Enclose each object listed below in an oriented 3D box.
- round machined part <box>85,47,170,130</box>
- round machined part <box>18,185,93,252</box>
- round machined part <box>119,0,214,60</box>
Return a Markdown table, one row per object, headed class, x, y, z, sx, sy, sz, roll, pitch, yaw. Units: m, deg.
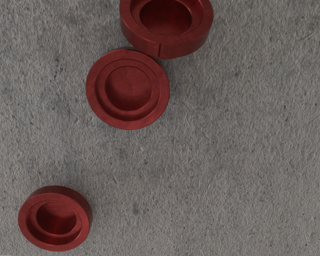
| class | x | y | z | sx | sy | sz | roll | pitch | yaw |
| --- | --- | --- | --- | --- | --- | --- | --- | --- | --- |
| round machined part | -0.038 | -0.050 | 0.381 | 0.099 | 0.042 | 0.097 | 0 | 112 | 0 |
| round machined part | -0.146 | 0.124 | 0.445 | 0.099 | 0.042 | 0.097 | 0 | 110 | 0 |
| round machined part | 0.006 | -0.115 | 0.340 | 0.099 | 0.098 | 0.042 | 7 | 153 | -3 |
